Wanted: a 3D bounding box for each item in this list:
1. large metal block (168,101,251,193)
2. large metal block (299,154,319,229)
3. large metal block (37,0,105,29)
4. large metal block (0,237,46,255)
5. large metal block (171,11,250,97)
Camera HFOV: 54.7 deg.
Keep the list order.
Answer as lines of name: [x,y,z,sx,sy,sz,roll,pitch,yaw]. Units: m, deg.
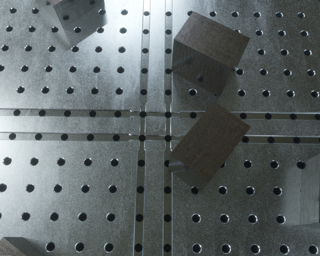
large metal block: [0.056,0.026,0.374,0.050,0.080,0.080,38,74,12]
large metal block: [0.220,0.082,0.371,0.080,0.050,0.080,11,70,3]
large metal block: [-0.146,-0.215,0.475,0.080,0.050,0.080,-40,75,-13]
large metal block: [-0.156,0.176,0.332,0.080,0.050,0.080,33,73,11]
large metal block: [0.064,-0.097,0.419,0.080,0.080,0.050,29,73,10]
